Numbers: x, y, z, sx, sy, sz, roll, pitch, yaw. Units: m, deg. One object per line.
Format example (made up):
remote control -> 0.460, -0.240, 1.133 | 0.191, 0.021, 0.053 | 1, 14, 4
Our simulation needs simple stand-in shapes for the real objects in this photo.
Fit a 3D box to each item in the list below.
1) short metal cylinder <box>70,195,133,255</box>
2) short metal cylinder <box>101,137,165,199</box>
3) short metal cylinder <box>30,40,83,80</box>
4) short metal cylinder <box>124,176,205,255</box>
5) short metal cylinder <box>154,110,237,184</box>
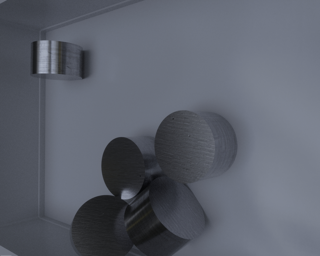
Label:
short metal cylinder -> -0.074, 0.131, 0.399 | 0.080, 0.081, 0.050 | 70, 155, 16
short metal cylinder -> -0.033, 0.051, 0.416 | 0.080, 0.050, 0.079 | 0, 90, 39
short metal cylinder -> -0.168, -0.108, 0.507 | 0.080, 0.081, 0.050 | 2, 92, 39
short metal cylinder -> 0.006, 0.105, 0.365 | 0.050, 0.081, 0.080 | -47, 62, 29
short metal cylinder -> 0.041, 0.020, 0.356 | 0.080, 0.050, 0.079 | 0, 90, 39
